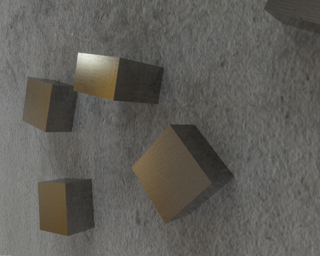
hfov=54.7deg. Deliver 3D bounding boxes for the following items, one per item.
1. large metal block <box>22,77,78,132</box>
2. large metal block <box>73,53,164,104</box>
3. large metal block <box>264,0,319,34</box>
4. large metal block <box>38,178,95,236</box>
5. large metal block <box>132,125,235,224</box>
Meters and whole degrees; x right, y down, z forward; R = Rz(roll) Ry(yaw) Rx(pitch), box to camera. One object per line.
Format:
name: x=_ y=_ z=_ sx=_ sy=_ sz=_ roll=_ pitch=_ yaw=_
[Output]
large metal block: x=-0.194 y=-0.042 z=0.545 sx=0.080 sy=0.050 sz=0.079 roll=19 pitch=102 yaw=38
large metal block: x=-0.055 y=-0.065 z=0.412 sx=0.080 sy=0.081 sz=0.050 roll=16 pitch=100 yaw=38
large metal block: x=0.151 y=-0.124 z=0.264 sx=0.080 sy=0.050 sz=0.079 roll=33 pitch=110 yaw=34
large metal block: x=-0.157 y=0.128 z=0.515 sx=0.080 sy=0.050 sz=0.080 roll=-7 pitch=86 yaw=39
large metal block: x=0.025 y=0.052 z=0.367 sx=0.080 sy=0.050 sz=0.080 roll=-49 pitch=61 yaw=28
